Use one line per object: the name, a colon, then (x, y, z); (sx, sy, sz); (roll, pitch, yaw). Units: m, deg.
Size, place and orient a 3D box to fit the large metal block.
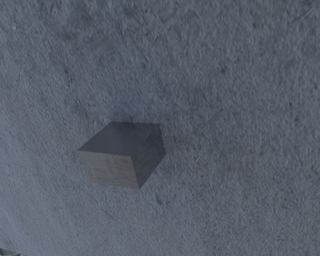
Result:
large metal block: (-0.049, 0.033, 0.418); (0.080, 0.080, 0.050); (3, 120, 27)
